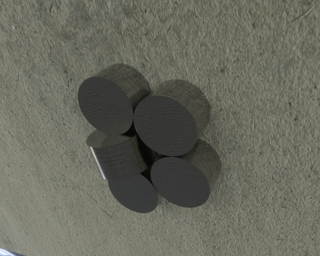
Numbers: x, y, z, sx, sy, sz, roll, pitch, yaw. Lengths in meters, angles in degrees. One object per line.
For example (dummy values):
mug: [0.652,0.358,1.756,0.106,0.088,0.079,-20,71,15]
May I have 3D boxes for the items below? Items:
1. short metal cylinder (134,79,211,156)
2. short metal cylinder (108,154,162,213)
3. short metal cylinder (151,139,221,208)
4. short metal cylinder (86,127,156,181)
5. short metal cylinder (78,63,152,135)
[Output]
short metal cylinder: [0.015,-0.013,0.375,0.080,0.050,0.079,13,125,20]
short metal cylinder: [-0.028,0.077,0.455,0.080,0.050,0.079,14,125,21]
short metal cylinder: [0.035,0.057,0.409,0.080,0.050,0.079,14,125,21]
short metal cylinder: [-0.051,0.026,0.416,0.080,0.080,0.050,-3,117,29]
short metal cylinder: [-0.057,-0.037,0.399,0.080,0.050,0.079,14,125,21]
